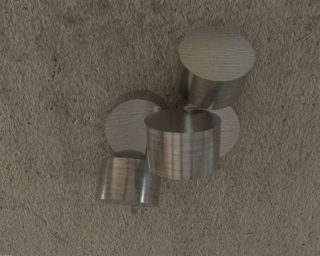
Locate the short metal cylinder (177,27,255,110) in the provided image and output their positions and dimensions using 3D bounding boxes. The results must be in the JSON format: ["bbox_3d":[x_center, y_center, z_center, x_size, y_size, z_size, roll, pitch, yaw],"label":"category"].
[{"bbox_3d":[0.060,-0.067,0.350,0.081,0.080,0.050,1,148,-1],"label":"short metal cylinder"}]

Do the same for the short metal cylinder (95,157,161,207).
[{"bbox_3d":[-0.039,0.072,0.401,0.081,0.080,0.050,7,71,-3],"label":"short metal cylinder"}]

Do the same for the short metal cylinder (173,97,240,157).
[{"bbox_3d":[0.056,-0.006,0.396,0.081,0.050,0.079,0,110,-1],"label":"short metal cylinder"}]

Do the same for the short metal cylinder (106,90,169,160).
[{"bbox_3d":[-0.025,-0.004,0.395,0.081,0.050,0.079,0,110,-1],"label":"short metal cylinder"}]

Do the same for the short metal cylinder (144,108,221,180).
[{"bbox_3d":[0.024,0.014,0.334,0.081,0.080,0.050,-1,110,0],"label":"short metal cylinder"}]
